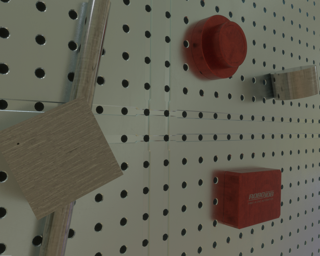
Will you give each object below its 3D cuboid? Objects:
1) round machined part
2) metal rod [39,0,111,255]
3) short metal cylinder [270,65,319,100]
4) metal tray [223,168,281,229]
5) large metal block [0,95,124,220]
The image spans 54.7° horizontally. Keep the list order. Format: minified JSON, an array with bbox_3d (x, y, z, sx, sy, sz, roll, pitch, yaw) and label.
[{"bbox_3d":[0.098,-0.126,0.480,0.099,0.042,0.097,0,90,-40],"label":"round machined part"},{"bbox_3d":[-0.091,0.002,0.332,0.025,0.025,0.299,15,81,-39],"label":"metal rod"},{"bbox_3d":[0.255,-0.086,0.587,0.081,0.080,0.050,-21,104,-38],"label":"short metal cylinder"},{"bbox_3d":[0.166,0.119,0.545,0.131,0.030,0.089,3,88,-40],"label":"metal tray"},{"bbox_3d":[-0.092,0.025,0.290,0.081,0.050,0.080,-27,94,-18],"label":"large metal block"}]
